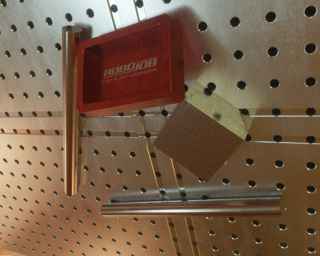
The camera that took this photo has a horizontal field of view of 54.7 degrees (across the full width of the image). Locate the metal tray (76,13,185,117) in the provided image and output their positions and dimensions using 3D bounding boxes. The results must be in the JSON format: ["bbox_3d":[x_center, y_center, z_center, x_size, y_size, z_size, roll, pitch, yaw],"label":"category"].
[{"bbox_3d":[-0.037,-0.066,0.354,0.130,0.030,0.090,-7,78,31],"label":"metal tray"}]

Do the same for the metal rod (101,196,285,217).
[{"bbox_3d":[0.029,0.122,0.470,0.300,0.025,0.025,-11,113,32],"label":"metal rod"}]

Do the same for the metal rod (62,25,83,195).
[{"bbox_3d":[-0.136,-0.006,0.476,0.025,0.025,0.298,22,127,14],"label":"metal rod"}]

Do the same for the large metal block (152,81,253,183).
[{"bbox_3d":[0.050,0.005,0.371,0.080,0.050,0.079,35,129,4],"label":"large metal block"}]
